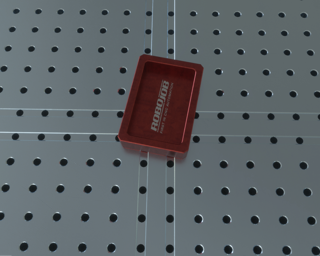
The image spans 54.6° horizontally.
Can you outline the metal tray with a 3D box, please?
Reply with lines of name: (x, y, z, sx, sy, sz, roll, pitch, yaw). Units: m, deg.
metal tray: (0.003, -0.031, 0.420, 0.090, 0.030, 0.130, 11, 70, 4)
